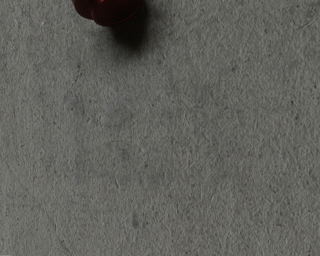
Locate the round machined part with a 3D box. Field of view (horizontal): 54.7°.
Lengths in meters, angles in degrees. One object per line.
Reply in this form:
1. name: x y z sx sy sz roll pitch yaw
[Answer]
1. round machined part: -0.060 -0.166 0.391 0.098 0.098 0.042 -27 81 18
